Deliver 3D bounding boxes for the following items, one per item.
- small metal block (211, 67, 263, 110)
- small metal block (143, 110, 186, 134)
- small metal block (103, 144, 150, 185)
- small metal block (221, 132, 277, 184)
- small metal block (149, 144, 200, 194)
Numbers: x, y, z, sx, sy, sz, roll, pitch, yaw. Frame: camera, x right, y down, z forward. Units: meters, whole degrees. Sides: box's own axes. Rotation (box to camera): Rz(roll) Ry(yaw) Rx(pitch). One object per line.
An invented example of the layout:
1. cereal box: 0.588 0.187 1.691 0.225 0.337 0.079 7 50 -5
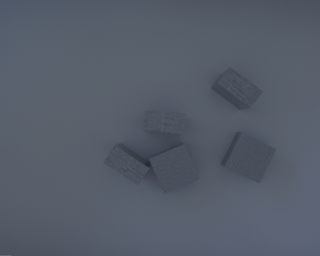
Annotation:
1. small metal block: 0.098 -0.050 0.400 0.050 0.050 0.025 37 90 -1
2. small metal block: 0.006 -0.007 0.399 0.050 0.050 0.025 5 90 -1
3. small metal block: -0.041 0.045 0.398 0.050 0.050 0.025 34 90 -1
4. small metal block: 0.117 0.039 0.413 0.050 0.025 0.050 26 90 -1
5. small metal block: 0.019 0.053 0.412 0.050 0.025 0.050 -23 90 -1
